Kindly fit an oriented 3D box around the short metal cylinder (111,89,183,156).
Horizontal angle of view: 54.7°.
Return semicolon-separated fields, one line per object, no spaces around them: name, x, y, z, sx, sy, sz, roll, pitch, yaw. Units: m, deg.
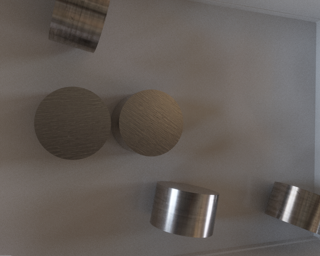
short metal cylinder;-0.017;-0.006;0.391;0.081;0.050;0.080;0;90;-20

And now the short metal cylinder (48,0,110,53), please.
short metal cylinder;-0.090;-0.131;0.348;0.050;0.080;0.080;14;86;-20

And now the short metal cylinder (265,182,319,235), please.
short metal cylinder;0.202;0.117;0.456;0.080;0.080;0.050;23;82;-19

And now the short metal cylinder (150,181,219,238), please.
short metal cylinder;0.031;0.100;0.393;0.081;0.080;0.050;11;87;-20

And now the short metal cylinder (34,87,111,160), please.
short metal cylinder;-0.102;-0.005;0.360;0.081;0.050;0.080;0;90;-20
